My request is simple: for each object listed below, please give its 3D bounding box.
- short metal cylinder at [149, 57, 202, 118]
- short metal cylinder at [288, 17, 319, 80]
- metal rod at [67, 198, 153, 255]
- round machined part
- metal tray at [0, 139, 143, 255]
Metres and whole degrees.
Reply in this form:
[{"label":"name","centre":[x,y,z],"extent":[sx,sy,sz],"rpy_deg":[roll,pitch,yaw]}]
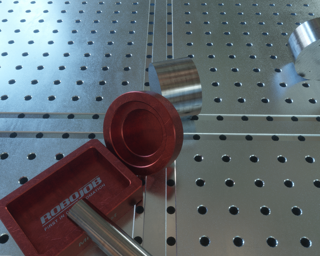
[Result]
[{"label":"short metal cylinder","centre":[0.019,-0.051,0.415],"extent":[0.050,0.080,0.080],"rpy_deg":[-12,51,-10]},{"label":"short metal cylinder","centre":[0.244,-0.120,0.475],"extent":[0.080,0.080,0.050],"rpy_deg":[2,50,1]},{"label":"metal rod","centre":[0.038,0.159,0.253],"extent":[0.300,0.025,0.025],"rpy_deg":[35,58,18]},{"label":"round machined part","centre":[-0.016,0.004,0.368],"extent":[0.098,0.097,0.042],"rpy_deg":[30,22,22]},{"label":"metal tray","centre":[-0.095,0.079,0.337],"extent":[0.131,0.030,0.090],"rpy_deg":[-36,59,-27]}]
